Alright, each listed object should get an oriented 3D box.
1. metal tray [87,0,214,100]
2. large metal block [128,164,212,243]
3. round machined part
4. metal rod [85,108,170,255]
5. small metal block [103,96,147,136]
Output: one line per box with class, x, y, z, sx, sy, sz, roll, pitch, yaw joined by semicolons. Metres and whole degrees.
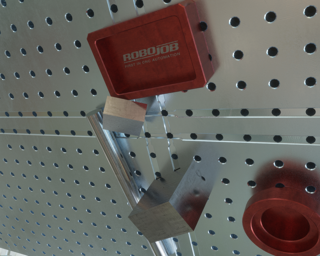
metal tray;-0.013;-0.084;0.361;0.130;0.030;0.090;-6;116;30
large metal block;0.015;0.105;0.431;0.080;0.080;0.050;-31;101;38
round machined part;0.157;0.113;0.387;0.098;0.042;0.097;13;124;20
metal rod;-0.044;0.107;0.498;0.025;0.025;0.299;-8;115;31
small metal block;-0.046;-0.014;0.402;0.050;0.025;0.050;11;156;-6
